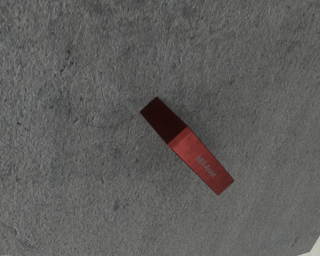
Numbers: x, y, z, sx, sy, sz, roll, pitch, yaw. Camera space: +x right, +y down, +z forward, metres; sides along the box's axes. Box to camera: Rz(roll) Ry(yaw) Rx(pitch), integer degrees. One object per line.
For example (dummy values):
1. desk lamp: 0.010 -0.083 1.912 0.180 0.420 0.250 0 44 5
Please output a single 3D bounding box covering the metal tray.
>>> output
1. metal tray: 0.036 0.025 0.403 0.030 0.090 0.130 -43 130 1
